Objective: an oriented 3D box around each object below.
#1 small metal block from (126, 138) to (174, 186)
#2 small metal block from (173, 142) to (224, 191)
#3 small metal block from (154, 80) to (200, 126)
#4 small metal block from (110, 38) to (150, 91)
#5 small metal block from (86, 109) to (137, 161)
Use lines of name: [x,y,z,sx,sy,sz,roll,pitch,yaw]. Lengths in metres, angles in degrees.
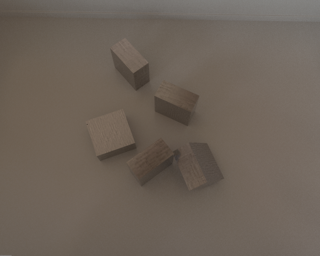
small metal block: [-0.011,0.043,0.381,0.050,0.050,0.025,-35,74,-12]
small metal block: [0.047,0.046,0.378,0.025,0.050,0.050,-33,69,27]
small metal block: [0.021,-0.032,0.408,0.050,0.050,0.025,25,72,8]
small metal block: [-0.040,-0.087,0.428,0.025,0.050,0.050,-38,75,-13]
small metal block: [-0.064,0.009,0.406,0.050,0.025,0.050,-19,71,-7]
